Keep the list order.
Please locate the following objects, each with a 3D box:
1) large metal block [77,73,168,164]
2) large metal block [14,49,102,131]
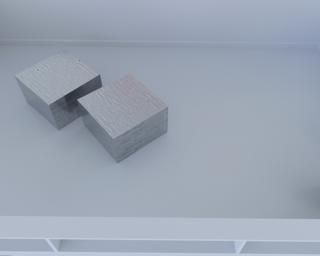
[{"bbox_3d":[-0.047,-0.015,0.401,0.081,0.050,0.080,-32,57,-24],"label":"large metal block"},{"bbox_3d":[-0.138,-0.055,0.434,0.080,0.050,0.080,36,58,26],"label":"large metal block"}]
